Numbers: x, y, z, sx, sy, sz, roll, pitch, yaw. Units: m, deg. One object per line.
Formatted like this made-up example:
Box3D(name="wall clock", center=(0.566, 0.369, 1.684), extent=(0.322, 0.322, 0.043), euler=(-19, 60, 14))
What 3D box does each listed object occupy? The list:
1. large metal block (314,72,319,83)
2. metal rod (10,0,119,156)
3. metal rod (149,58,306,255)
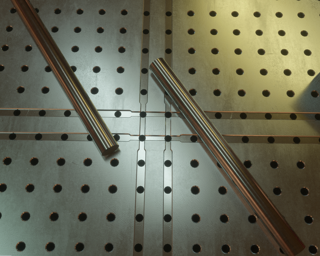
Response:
Box3D(name="large metal block", center=(0.271, -0.073, 0.413), extent=(0.050, 0.080, 0.080), euler=(-38, 75, -13))
Box3D(name="metal rod", center=(-0.144, -0.090, 0.442), extent=(0.025, 0.025, 0.299), euler=(-31, 73, -11))
Box3D(name="metal rod", center=(0.077, 0.026, 0.403), extent=(0.025, 0.025, 0.299), euler=(-31, 73, -11))
